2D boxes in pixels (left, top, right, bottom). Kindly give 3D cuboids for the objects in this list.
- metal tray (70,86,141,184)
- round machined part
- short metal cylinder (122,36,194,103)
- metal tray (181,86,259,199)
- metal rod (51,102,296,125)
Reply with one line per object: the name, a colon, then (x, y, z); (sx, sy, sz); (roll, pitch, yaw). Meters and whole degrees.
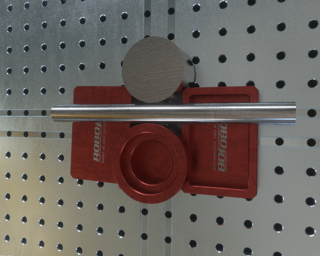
metal tray: (-0.076, 0.008, 0.431); (0.090, 0.030, 0.129); (3, 91, 19)
round machined part: (-0.007, 0.043, 0.392); (0.098, 0.042, 0.097); (0, 90, 19)
short metal cylinder: (-0.001, -0.070, 0.395); (0.080, 0.050, 0.079); (0, 90, 20)
metal tray: (0.073, 0.016, 0.380); (0.090, 0.030, 0.129); (1, 90, 19)
metal rod: (0.000, -0.018, 0.376); (0.301, 0.025, 0.025); (1, 91, 19)
